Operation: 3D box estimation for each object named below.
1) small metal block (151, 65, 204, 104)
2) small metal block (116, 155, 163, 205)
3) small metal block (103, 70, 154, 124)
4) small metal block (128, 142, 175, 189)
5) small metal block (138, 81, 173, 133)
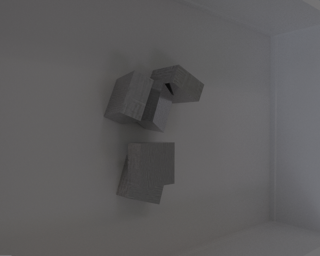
[{"bbox_3d":[0.021,-0.056,0.407,0.050,0.050,0.025,30,71,-36],"label":"small metal block"},{"bbox_3d":[-0.021,0.065,0.389,0.050,0.025,0.050,22,76,-38],"label":"small metal block"},{"bbox_3d":[-0.037,-0.034,0.357,0.025,0.050,0.050,24,75,-27],"label":"small metal block"},{"bbox_3d":[-0.010,0.042,0.366,0.050,0.025,0.050,0,89,-40],"label":"small metal block"},{"bbox_3d":[-0.007,-0.026,0.386,0.050,0.025,0.050,45,58,-68],"label":"small metal block"}]
